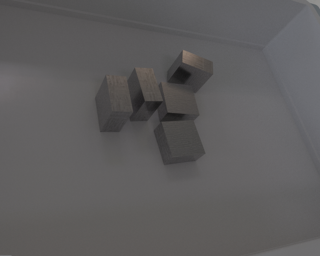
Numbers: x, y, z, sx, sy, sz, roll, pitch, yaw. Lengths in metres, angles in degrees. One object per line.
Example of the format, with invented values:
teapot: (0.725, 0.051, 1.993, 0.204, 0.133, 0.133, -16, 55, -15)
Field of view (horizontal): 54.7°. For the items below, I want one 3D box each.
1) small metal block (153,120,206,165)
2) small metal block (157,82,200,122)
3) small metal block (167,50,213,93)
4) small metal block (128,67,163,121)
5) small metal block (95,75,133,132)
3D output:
small metal block: (0.025, 0.018, 0.408, 0.050, 0.025, 0.050, -4, 64, -30)
small metal block: (0.023, -0.035, 0.439, 0.050, 0.025, 0.050, 3, 60, -27)
small metal block: (0.044, -0.083, 0.464, 0.050, 0.050, 0.025, 17, 55, -19)
small metal block: (-0.024, -0.043, 0.402, 0.025, 0.050, 0.050, -3, 63, -30)
small metal block: (-0.057, -0.029, 0.376, 0.025, 0.050, 0.050, 1, 62, -28)
